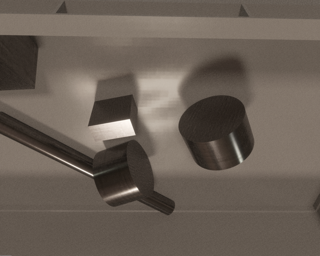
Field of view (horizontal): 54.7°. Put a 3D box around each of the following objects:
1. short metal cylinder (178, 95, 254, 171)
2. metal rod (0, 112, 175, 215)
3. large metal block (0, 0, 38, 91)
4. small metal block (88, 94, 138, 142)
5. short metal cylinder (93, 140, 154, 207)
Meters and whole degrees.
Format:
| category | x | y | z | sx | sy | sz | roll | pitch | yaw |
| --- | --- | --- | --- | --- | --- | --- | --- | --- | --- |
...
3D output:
| category | x | y | z | sx | sy | sz | roll | pitch | yaw |
| --- | --- | --- | --- | --- | --- | --- | --- | --- | --- |
| short metal cylinder | 0.069 | 0.005 | 0.378 | 0.080 | 0.080 | 0.050 | -18 | 128 | 14 |
| metal rod | -0.098 | 0.063 | 0.460 | 0.301 | 0.025 | 0.025 | 33 | 123 | -25 |
| large metal block | -0.177 | -0.075 | 0.303 | 0.080 | 0.050 | 0.080 | -3 | 164 | 2 |
| small metal block | -0.056 | -0.013 | 0.381 | 0.050 | 0.050 | 0.025 | -10 | 130 | 7 |
| short metal cylinder | -0.048 | 0.062 | 0.425 | 0.050 | 0.080 | 0.080 | -20 | 128 | 16 |
